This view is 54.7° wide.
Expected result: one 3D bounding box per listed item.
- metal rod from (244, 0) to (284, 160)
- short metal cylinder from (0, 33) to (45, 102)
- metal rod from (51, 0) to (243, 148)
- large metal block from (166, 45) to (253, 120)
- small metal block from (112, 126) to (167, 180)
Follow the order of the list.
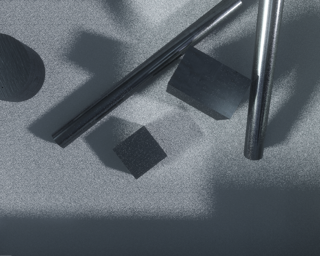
[{"bbox_3d":[0.118,-0.093,0.342,0.025,0.025,0.298,-4,120,0],"label":"metal rod"},{"bbox_3d":[-0.196,-0.075,0.396,0.081,0.050,0.079,0,90,-1],"label":"short metal cylinder"},{"bbox_3d":[-0.016,-0.076,0.411,0.300,0.025,0.025,-38,90,-1],"label":"metal rod"},{"bbox_3d":[0.056,-0.051,0.385,0.080,0.080,0.050,30,90,-1],"label":"large metal block"},{"bbox_3d":[-0.026,0.032,0.411,0.050,0.025,0.050,-38,91,0],"label":"small metal block"}]
